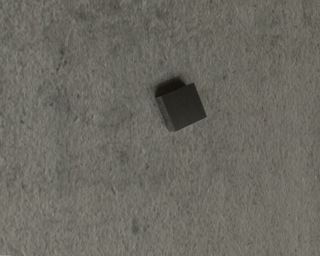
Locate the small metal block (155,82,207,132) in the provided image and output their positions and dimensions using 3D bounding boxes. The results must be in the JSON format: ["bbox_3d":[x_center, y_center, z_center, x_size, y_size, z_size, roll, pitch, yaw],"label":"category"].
[{"bbox_3d":[0.028,-0.028,0.419,0.050,0.025,0.050,-25,98,-18],"label":"small metal block"}]
